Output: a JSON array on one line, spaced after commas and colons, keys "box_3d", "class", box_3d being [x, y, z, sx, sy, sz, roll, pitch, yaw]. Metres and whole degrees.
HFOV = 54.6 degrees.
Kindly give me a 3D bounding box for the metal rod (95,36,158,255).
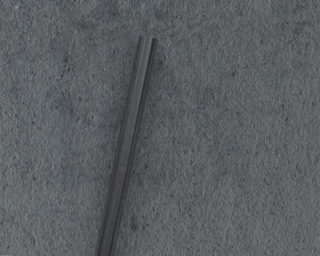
[{"box_3d": [-0.045, 0.029, 0.409, 0.025, 0.025, 0.299, 12, 90, 0], "class": "metal rod"}]
